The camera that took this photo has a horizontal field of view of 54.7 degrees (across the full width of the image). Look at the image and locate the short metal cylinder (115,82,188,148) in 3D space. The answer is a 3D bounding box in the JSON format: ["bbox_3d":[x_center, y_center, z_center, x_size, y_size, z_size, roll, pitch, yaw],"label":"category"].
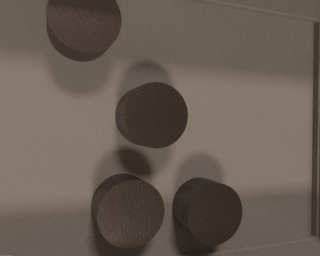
[{"bbox_3d":[-0.012,-0.016,0.394,0.081,0.050,0.079,0,90,-21],"label":"short metal cylinder"}]

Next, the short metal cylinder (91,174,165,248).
[{"bbox_3d":[-0.041,0.100,0.383,0.081,0.050,0.079,0,90,-21],"label":"short metal cylinder"}]

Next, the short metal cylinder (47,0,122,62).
[{"bbox_3d":[-0.091,-0.123,0.364,0.081,0.050,0.079,0,90,-21],"label":"short metal cylinder"}]

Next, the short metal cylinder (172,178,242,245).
[{"bbox_3d":[0.064,0.111,0.422,0.081,0.050,0.079,0,90,-21],"label":"short metal cylinder"}]
